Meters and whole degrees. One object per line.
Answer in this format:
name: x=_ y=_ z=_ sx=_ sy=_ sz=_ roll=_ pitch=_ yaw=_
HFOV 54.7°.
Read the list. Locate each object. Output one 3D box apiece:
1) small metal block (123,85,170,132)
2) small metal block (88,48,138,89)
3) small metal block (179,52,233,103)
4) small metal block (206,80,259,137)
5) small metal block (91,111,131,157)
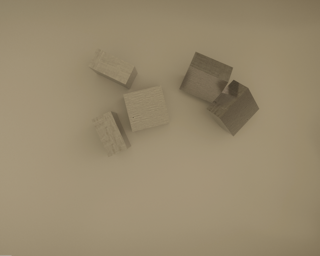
small metal block: x=-0.017 y=-0.025 z=0.411 sx=0.050 sy=0.025 sz=0.050 roll=-14 pitch=90 yaw=0
small metal block: x=-0.059 y=-0.075 z=0.398 sx=0.050 sy=0.050 sz=0.025 roll=26 pitch=90 yaw=0
small metal block: x=0.058 y=-0.063 z=0.396 sx=0.050 sy=0.050 sz=0.025 roll=23 pitch=61 yaw=0
small metal block: x=0.095 y=-0.025 z=0.398 sx=0.050 sy=0.050 sz=0.025 roll=-47 pitch=47 yaw=0
small metal block: x=-0.061 y=0.007 z=0.398 sx=0.025 sy=0.050 sz=0.050 roll=-24 pitch=90 yaw=0
